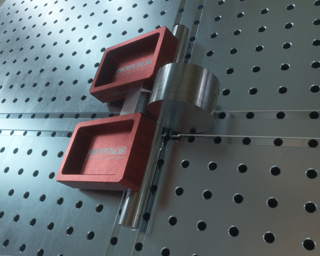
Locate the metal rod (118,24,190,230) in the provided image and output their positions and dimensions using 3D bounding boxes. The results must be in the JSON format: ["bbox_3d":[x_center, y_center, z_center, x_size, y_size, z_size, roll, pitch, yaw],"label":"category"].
[{"bbox_3d":[-0.001,-0.019,0.415,0.025,0.025,0.300,0,62,28],"label":"metal rod"}]

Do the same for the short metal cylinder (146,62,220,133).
[{"bbox_3d":[0.028,-0.034,0.375,0.080,0.080,0.050,0,62,28],"label":"short metal cylinder"}]

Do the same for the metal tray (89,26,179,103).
[{"bbox_3d":[-0.041,-0.091,0.460,0.130,0.030,0.090,-7,58,39],"label":"metal tray"}]

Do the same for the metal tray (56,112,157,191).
[{"bbox_3d":[-0.072,0.032,0.401,0.130,0.030,0.090,-7,58,39],"label":"metal tray"}]

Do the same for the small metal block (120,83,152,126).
[{"bbox_3d":[-0.031,-0.026,0.422,0.050,0.025,0.050,-23,45,54],"label":"small metal block"}]
